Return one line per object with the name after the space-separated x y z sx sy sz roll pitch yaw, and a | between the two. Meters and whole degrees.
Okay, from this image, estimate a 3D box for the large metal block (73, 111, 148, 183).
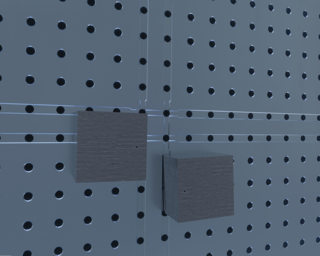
-0.062 0.021 0.377 0.081 0.050 0.079 2 90 -21 | large metal block

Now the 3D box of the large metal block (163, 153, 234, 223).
0.051 0.077 0.420 0.081 0.050 0.079 -1 91 -20 | large metal block
